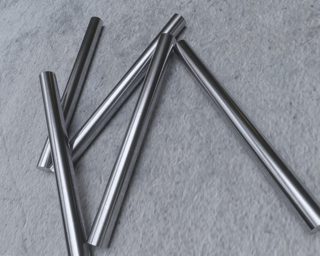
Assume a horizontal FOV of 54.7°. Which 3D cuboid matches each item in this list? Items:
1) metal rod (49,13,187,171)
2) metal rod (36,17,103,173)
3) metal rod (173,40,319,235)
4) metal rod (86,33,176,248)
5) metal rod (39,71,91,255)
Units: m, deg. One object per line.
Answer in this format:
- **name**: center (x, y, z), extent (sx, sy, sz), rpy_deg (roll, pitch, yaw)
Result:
- **metal rod**: center (-0.058, -0.055, 0.466), extent (0.025, 0.025, 0.300), rpy_deg (30, 78, 37)
- **metal rod**: center (-0.144, -0.071, 0.520), extent (0.025, 0.025, 0.299), rpy_deg (-4, 60, 26)
- **metal rod**: center (0.087, -0.016, 0.367), extent (0.025, 0.025, 0.300), rpy_deg (-33, 52, 6)
- **metal rod**: center (-0.031, 0.001, 0.409), extent (0.025, 0.025, 0.299), rpy_deg (5, 67, 30)
- **metal rod**: center (-0.130, 0.044, 0.413), extent (0.025, 0.025, 0.299), rpy_deg (-26, 62, 12)
